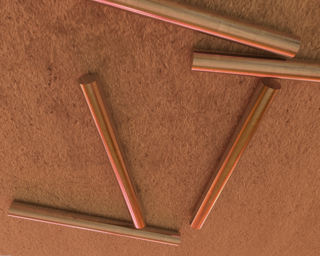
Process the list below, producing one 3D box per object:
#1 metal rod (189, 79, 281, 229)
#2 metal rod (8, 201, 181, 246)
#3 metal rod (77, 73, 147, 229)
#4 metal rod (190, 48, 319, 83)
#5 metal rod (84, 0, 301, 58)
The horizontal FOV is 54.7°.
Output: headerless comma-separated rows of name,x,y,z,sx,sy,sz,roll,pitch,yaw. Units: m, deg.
metal rod,0.097,0.058,0.457,0.025,0.025,0.298,10,130,-8
metal rod,-0.108,0.172,0.551,0.302,0.025,0.025,15,129,-13
metal rod,-0.059,0.055,0.453,0.025,0.025,0.298,-7,130,6
metal rod,0.185,-0.064,0.354,0.302,0.025,0.025,4,130,-4
metal rod,-0.001,-0.119,0.305,0.302,0.025,0.025,12,129,-11
